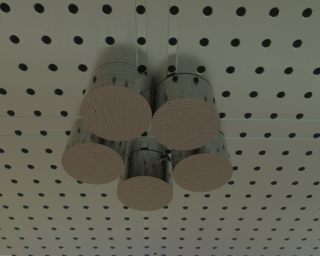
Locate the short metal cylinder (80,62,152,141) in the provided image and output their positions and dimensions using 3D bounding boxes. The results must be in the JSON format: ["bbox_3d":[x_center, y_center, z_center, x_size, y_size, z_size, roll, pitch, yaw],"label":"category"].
[{"bbox_3d":[-0.049,-0.030,0.368,0.081,0.050,0.079,-1,130,0],"label":"short metal cylinder"}]

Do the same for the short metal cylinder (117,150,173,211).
[{"bbox_3d":[-0.021,0.079,0.461,0.081,0.050,0.079,0,130,0],"label":"short metal cylinder"}]

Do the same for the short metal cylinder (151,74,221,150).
[{"bbox_3d":[0.030,-0.019,0.378,0.081,0.050,0.079,0,131,0],"label":"short metal cylinder"}]

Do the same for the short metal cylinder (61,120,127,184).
[{"bbox_3d":[-0.087,0.032,0.421,0.081,0.050,0.079,0,131,0],"label":"short metal cylinder"}]

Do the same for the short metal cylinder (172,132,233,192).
[{"bbox_3d":[0.057,0.045,0.433,0.081,0.050,0.079,0,132,0],"label":"short metal cylinder"}]
